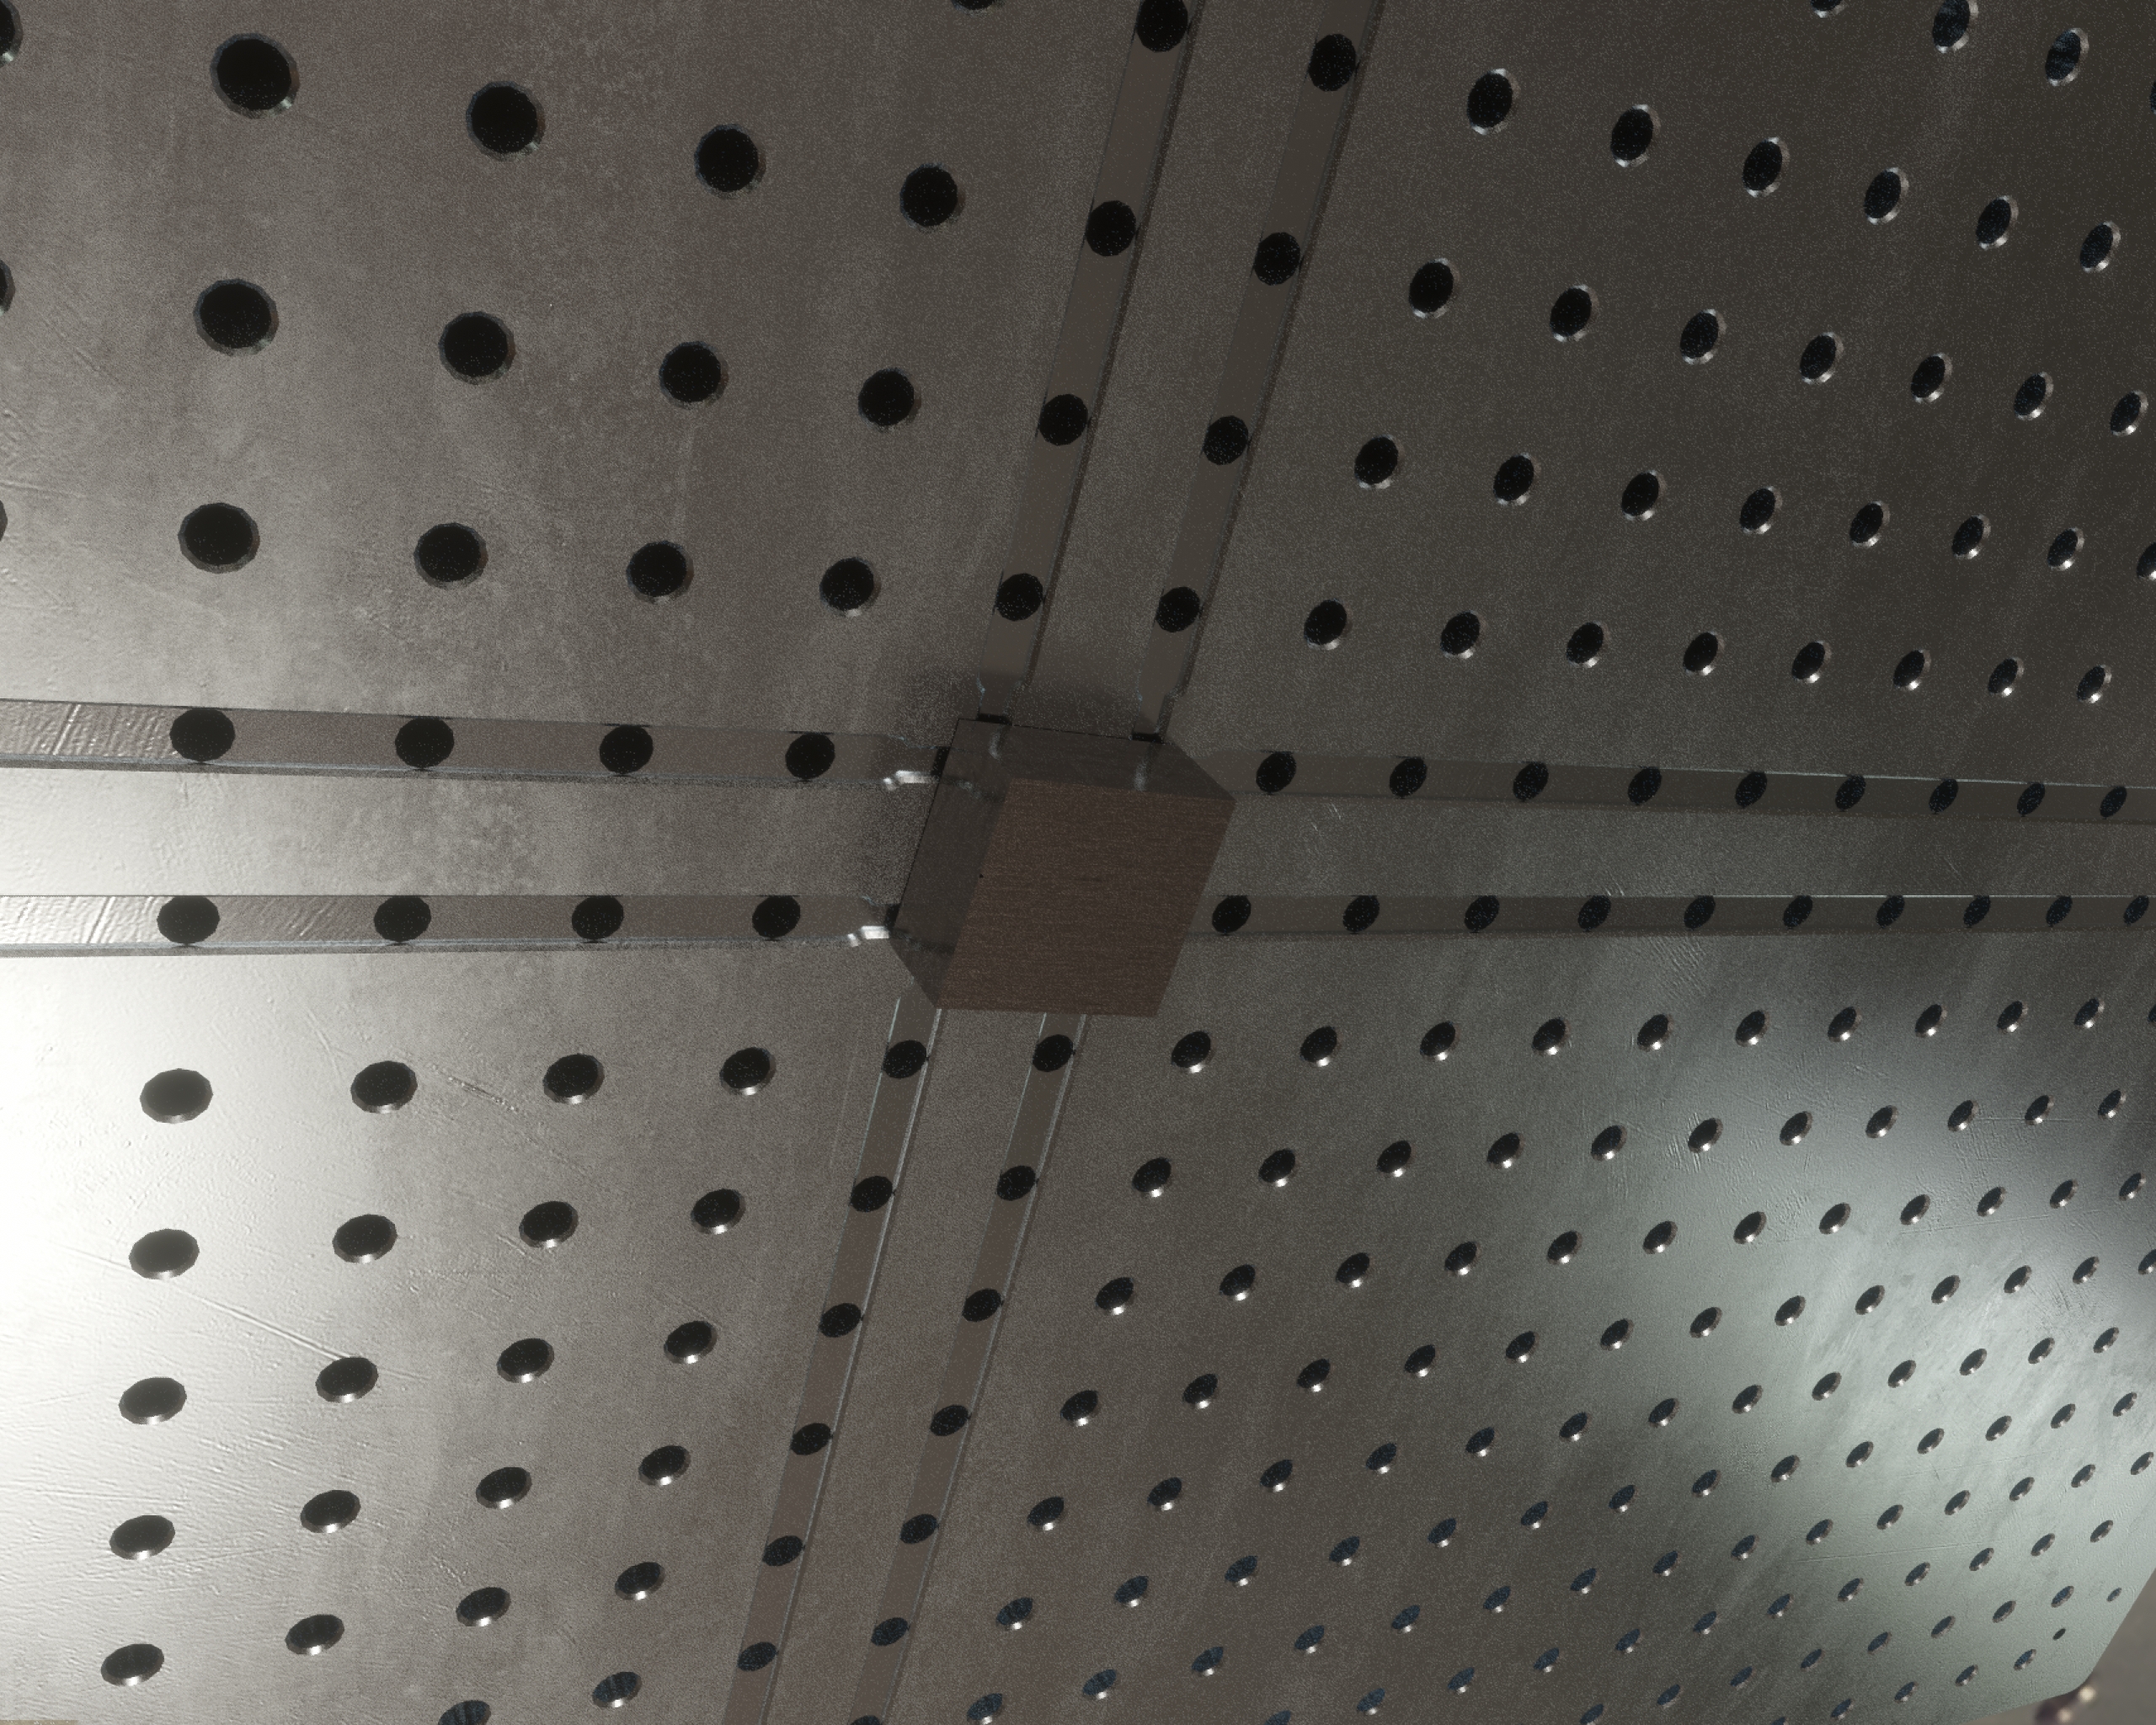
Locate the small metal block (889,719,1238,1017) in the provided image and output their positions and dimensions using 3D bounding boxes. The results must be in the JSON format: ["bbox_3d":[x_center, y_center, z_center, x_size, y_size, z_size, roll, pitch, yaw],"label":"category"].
[{"bbox_3d":[-0.003,0.002,0.412,0.050,0.025,0.050,5,116,-31],"label":"small metal block"}]
